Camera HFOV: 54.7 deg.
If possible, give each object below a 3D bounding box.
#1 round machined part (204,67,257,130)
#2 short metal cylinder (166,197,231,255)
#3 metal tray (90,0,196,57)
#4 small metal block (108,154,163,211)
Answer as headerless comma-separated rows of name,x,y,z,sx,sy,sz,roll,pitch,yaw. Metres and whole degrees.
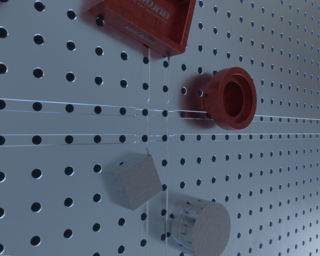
round machined part,0.108,-0.045,0.491,0.099,0.042,0.097,0,90,-40
short metal cylinder,0.056,0.142,0.443,0.081,0.050,0.079,0,90,-40
metal tray,-0.015,-0.158,0.394,0.131,0.030,0.090,21,77,-38
small metal block,-0.029,0.066,0.387,0.050,0.025,0.050,-29,109,-36
